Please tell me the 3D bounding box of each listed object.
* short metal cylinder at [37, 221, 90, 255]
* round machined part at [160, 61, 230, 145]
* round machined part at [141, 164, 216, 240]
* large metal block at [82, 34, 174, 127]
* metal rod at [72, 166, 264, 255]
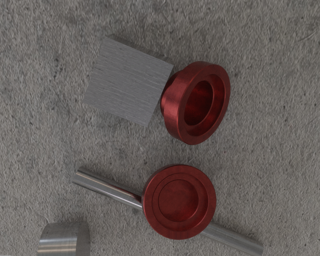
[{"bbox_3d":[-0.135,0.177,0.444,0.050,0.080,0.079,-3,110,1],"label":"short metal cylinder"},{"bbox_3d":[0.038,-0.032,0.371,0.099,0.042,0.097,-26,128,-38],"label":"round machined part"},{"bbox_3d":[0.023,0.098,0.424,0.099,0.042,0.097,1,87,-11],"label":"round machined part"},{"bbox_3d":[-0.037,-0.058,0.374,0.080,0.050,0.079,22,109,-8],"label":"large metal block"},{"bbox_3d":[0.018,0.127,0.456,0.301,0.025,0.025,25,108,-9],"label":"metal rod"}]
